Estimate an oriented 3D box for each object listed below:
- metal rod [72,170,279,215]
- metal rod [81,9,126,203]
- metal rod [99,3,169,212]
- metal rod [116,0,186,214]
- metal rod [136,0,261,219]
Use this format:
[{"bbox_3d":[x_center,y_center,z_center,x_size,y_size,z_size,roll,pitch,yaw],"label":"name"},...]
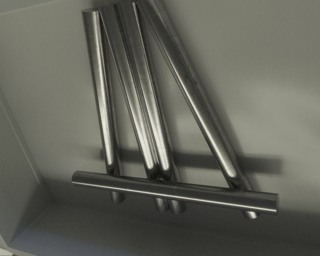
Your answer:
[{"bbox_3d":[0.002,0.084,0.424,0.300,0.025,0.025,2,119,27],"label":"metal rod"},{"bbox_3d":[-0.075,-0.011,0.440,0.025,0.025,0.298,11,124,22],"label":"metal rod"},{"bbox_3d":[-0.026,-0.009,0.415,0.025,0.025,0.298,1,119,28],"label":"metal rod"},{"bbox_3d":[-0.004,-0.009,0.404,0.025,0.025,0.298,1,119,28],"label":"metal rod"},{"bbox_3d":[0.054,-0.014,0.370,0.025,0.025,0.299,-17,110,35],"label":"metal rod"}]
